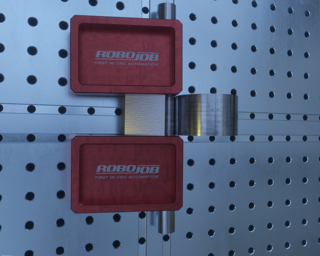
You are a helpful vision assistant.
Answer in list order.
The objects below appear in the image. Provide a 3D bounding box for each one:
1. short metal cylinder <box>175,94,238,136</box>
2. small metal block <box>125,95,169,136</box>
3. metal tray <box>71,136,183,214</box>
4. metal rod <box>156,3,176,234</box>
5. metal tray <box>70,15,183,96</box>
[{"bbox_3d":[0.060,-0.016,0.402,0.081,0.080,0.050,0,90,-20],"label":"short metal cylinder"},{"bbox_3d":[-0.016,-0.016,0.392,0.050,0.025,0.050,1,90,11],"label":"small metal block"},{"bbox_3d":[-0.039,0.054,0.377,0.131,0.030,0.089,0,90,-8],"label":"metal tray"},{"bbox_3d":[0.008,-0.013,0.411,0.025,0.025,0.298,0,90,-20],"label":"metal rod"},{"bbox_3d":[-0.040,-0.085,0.377,0.131,0.030,0.089,0,90,-8],"label":"metal tray"}]
